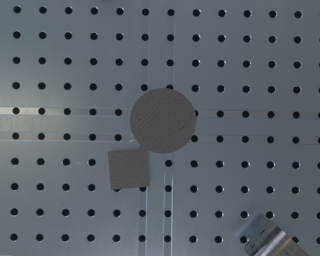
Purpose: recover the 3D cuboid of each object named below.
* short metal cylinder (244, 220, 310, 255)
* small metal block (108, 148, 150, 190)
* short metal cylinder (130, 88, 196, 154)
[{"bbox_3d":[0.153,0.163,0.387,0.080,0.080,0.050,44,90,0],"label":"short metal cylinder"},{"bbox_3d":[-0.040,0.053,0.413,0.050,0.025,0.050,-5,90,0],"label":"small metal block"},{"bbox_3d":[0.004,-0.009,0.401,0.081,0.050,0.079,0,90,0],"label":"short metal cylinder"}]
